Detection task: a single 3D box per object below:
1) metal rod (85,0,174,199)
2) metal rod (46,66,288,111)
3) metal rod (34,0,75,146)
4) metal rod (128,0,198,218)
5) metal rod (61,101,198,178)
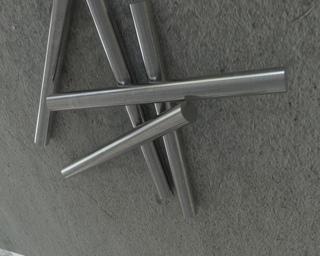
[{"bbox_3d":[-0.034,-0.033,0.404,0.025,0.025,0.298,-4,117,30],"label":"metal rod"},{"bbox_3d":[-0.016,-0.040,0.356,0.300,0.025,0.025,-2,118,29],"label":"metal rod"},{"bbox_3d":[-0.149,-0.084,0.433,0.025,0.025,0.298,32,129,8],"label":"metal rod"},{"bbox_3d":[0.011,-0.005,0.397,0.025,0.025,0.298,0,119,28],"label":"metal rod"},{"bbox_3d":[-0.064,0.029,0.432,0.299,0.025,0.025,-26,105,45],"label":"metal rod"}]
